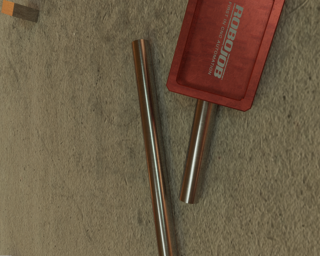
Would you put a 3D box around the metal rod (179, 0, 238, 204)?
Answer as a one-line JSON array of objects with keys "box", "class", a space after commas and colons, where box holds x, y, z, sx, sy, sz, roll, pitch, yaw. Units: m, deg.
[{"box": [0.060, -0.059, 0.355, 0.025, 0.025, 0.298, 16, 100, 39], "class": "metal rod"}]

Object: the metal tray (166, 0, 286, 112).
[{"box": [0.067, -0.090, 0.320, 0.090, 0.030, 0.129, 17, 100, 14], "class": "metal tray"}]

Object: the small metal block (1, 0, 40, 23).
[{"box": [-0.279, -0.233, 0.619, 0.050, 0.050, 0.025, 27, 107, 37], "class": "small metal block"}]

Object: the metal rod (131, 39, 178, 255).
[{"box": [-0.007, 0.030, 0.410, 0.025, 0.025, 0.298, -13, 82, 39], "class": "metal rod"}]
